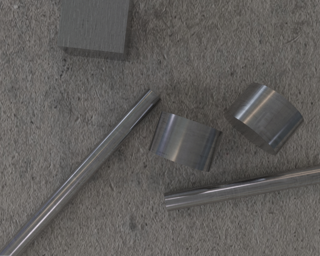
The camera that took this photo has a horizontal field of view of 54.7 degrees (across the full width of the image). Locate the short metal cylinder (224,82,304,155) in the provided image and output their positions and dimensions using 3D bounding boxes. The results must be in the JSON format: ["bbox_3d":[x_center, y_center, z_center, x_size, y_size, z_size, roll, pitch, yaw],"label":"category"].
[{"bbox_3d":[0.127,-0.011,0.384,0.080,0.080,0.050,41,90,0],"label":"short metal cylinder"}]

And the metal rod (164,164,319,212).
[{"bbox_3d":[0.156,0.071,0.411,0.302,0.025,0.025,-10,90,0],"label":"metal rod"}]

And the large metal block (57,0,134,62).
[{"bbox_3d":[-0.079,-0.134,0.397,0.080,0.050,0.080,6,90,0],"label":"large metal block"}]

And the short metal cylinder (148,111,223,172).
[{"bbox_3d":[0.032,0.016,0.383,0.080,0.080,0.050,20,90,0],"label":"short metal cylinder"}]

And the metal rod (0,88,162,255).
[{"bbox_3d":[-0.107,0.066,0.409,0.025,0.025,0.300,42,90,0],"label":"metal rod"}]
